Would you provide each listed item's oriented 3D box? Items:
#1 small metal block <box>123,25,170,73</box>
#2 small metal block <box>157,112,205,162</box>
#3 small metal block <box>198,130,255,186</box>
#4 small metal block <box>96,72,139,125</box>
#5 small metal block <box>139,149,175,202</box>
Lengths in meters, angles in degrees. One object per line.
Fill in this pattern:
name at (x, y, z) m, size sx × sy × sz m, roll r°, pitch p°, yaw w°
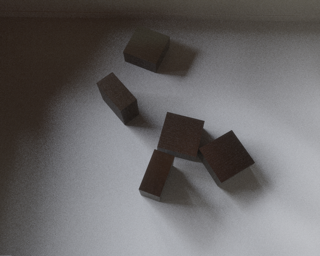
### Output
small metal block at (-0.019, -0.115, 0.451) m, size 0.050 × 0.025 × 0.050 m, roll 22°, pitch 71°, yaw 7°
small metal block at (0.027, 0.012, 0.406) m, size 0.050 × 0.025 × 0.050 m, roll 14°, pitch 71°, yaw 4°
small metal block at (0.083, 0.039, 0.397) m, size 0.050 × 0.025 × 0.050 m, roll -29°, pitch 73°, yaw -10°
small metal block at (-0.054, -0.038, 0.410) m, size 0.025 × 0.050 × 0.050 m, roll -38°, pitch 75°, yaw -13°
small metal block at (-0.003, 0.059, 0.375) m, size 0.025 × 0.050 × 0.050 m, roll 19°, pitch 71°, yaw 6°
